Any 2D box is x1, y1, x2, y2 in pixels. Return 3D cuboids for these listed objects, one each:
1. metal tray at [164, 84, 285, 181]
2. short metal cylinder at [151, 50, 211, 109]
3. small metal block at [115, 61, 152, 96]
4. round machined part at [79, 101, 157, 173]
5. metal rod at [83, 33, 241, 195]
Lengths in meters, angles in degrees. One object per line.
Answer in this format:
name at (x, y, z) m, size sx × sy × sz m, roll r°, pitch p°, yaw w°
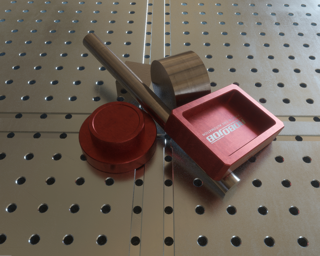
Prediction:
metal tray at (0.081, -0.001, 0.379) m, size 0.131 × 0.030 × 0.090 m, roll -25°, pitch 61°, yaw -39°
short metal cylinder at (0.026, -0.060, 0.422) m, size 0.050 × 0.080 × 0.080 m, roll -20°, pitch 53°, yaw -16°
small metal block at (-0.034, -0.073, 0.469) m, size 0.050 × 0.025 × 0.050 m, roll 10°, pitch 51°, yaw 8°
round machined part at (-0.053, 0.004, 0.391) m, size 0.099 × 0.042 × 0.098 m, roll 0°, pitch 50°, yaw 0°
metal rod at (-0.011, -0.033, 0.413) m, size 0.025 × 0.025 × 0.300 m, roll -33°, pitch 65°, yaw -24°
